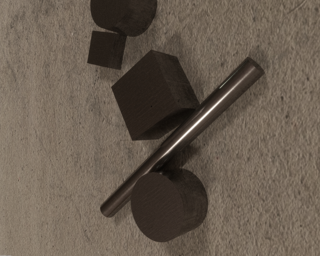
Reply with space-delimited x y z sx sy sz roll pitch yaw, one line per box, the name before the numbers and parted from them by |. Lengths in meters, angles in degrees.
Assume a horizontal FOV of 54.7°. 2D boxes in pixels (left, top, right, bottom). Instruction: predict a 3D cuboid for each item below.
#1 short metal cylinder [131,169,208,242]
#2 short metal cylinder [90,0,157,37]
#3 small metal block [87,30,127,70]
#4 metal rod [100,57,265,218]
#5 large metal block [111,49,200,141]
short metal cylinder | 0.011 0.092 0.378 0.080 0.050 0.079 0 90 39
short metal cylinder | -0.051 -0.172 0.428 0.080 0.050 0.079 0 90 39
small metal block | -0.081 -0.118 0.469 0.050 0.025 0.050 19 102 38
metal rod | 0.010 0.029 0.394 0.299 0.025 0.025 -47 63 29
large metal block | -0.006 -0.038 0.392 0.080 0.050 0.080 -36 68 34
